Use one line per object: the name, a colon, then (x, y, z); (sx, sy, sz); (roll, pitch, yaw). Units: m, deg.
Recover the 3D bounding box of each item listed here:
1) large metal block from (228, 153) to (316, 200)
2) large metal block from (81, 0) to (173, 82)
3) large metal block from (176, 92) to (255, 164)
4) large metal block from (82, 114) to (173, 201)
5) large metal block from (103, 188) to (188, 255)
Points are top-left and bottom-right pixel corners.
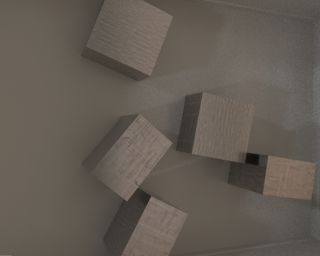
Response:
large metal block: (0.156, 0.066, 0.441); (0.081, 0.080, 0.050); (10, 87, -20)
large metal block: (-0.042, -0.113, 0.382); (0.080, 0.050, 0.080); (22, 83, -19)
large metal block: (0.075, 0.001, 0.427); (0.081, 0.050, 0.080); (12, 86, -20)
large metal block: (-0.042, 0.031, 0.367); (0.050, 0.080, 0.080); (43, 77, -16)
large metal block: (-0.021, 0.121, 0.375); (0.050, 0.080, 0.080); (31, 80, -18)
